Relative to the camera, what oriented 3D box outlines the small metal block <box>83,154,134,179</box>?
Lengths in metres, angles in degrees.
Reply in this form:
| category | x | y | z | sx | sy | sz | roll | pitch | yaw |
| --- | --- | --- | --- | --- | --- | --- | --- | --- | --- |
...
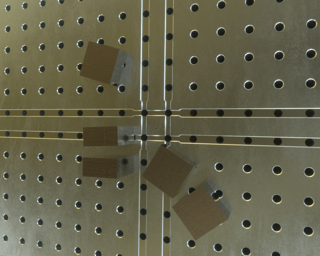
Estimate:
| category | x | y | z | sx | sy | sz | roll | pitch | yaw |
| --- | --- | --- | --- | --- | --- | --- | --- | --- | --- |
| small metal block | -0.070 | 0.051 | 0.423 | 0.050 | 0.050 | 0.025 | 1 | 90 | 19 |

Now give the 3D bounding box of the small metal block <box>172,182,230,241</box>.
| category | x | y | z | sx | sy | sz | roll | pitch | yaw |
| --- | --- | --- | --- | --- | --- | --- | --- | --- | --- |
| small metal block | 0.052 | 0.105 | 0.394 | 0.050 | 0.025 | 0.050 | -39 | 78 | 15 |

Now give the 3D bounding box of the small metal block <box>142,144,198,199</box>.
| category | x | y | z | sx | sy | sz | roll | pitch | yaw |
| --- | --- | --- | --- | --- | --- | --- | --- | --- | --- |
| small metal block | 0.013 | 0.056 | 0.407 | 0.050 | 0.025 | 0.050 | 34 | 101 | 16 |

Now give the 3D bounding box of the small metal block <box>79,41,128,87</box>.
| category | x | y | z | sx | sy | sz | roll | pitch | yaw |
| --- | --- | --- | --- | --- | --- | --- | --- | --- | --- |
| small metal block | -0.080 | -0.091 | 0.440 | 0.050 | 0.025 | 0.050 | 19 | 96 | 18 |

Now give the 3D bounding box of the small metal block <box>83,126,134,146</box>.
| category | x | y | z | sx | sy | sz | roll | pitch | yaw |
| --- | --- | --- | --- | --- | --- | --- | --- | --- | --- |
| small metal block | -0.069 | 0.011 | 0.422 | 0.050 | 0.050 | 0.025 | -2 | 90 | 19 |
